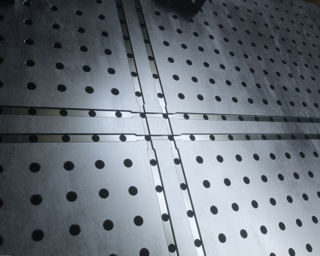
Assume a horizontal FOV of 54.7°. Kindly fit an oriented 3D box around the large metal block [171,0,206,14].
[{"bbox_3d":[0.052,-0.279,0.590,0.080,0.050,0.080,22,54,-15],"label":"large metal block"}]

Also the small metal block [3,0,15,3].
[{"bbox_3d":[-0.217,-0.201,0.414,0.050,0.025,0.050,10,58,-23],"label":"small metal block"}]
